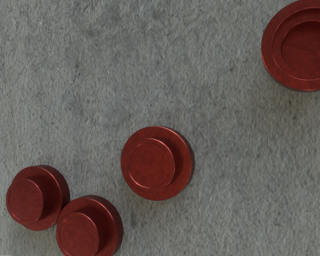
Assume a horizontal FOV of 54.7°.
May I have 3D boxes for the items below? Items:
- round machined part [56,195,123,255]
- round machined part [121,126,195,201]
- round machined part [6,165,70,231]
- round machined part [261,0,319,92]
[{"bbox_3d":[-0.105,0.147,0.436,0.098,0.042,0.097,0,90,19],"label":"round machined part"},{"bbox_3d":[-0.008,0.046,0.402,0.098,0.042,0.097,0,90,19],"label":"round machined part"},{"bbox_3d":[-0.189,0.106,0.465,0.098,0.042,0.097,0,90,19],"label":"round machined part"},{"bbox_3d":[0.164,-0.088,0.342,0.098,0.042,0.097,0,90,19],"label":"round machined part"}]
